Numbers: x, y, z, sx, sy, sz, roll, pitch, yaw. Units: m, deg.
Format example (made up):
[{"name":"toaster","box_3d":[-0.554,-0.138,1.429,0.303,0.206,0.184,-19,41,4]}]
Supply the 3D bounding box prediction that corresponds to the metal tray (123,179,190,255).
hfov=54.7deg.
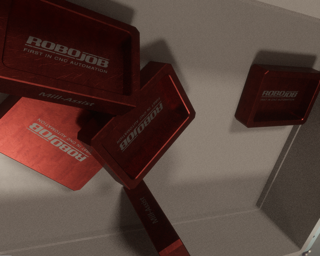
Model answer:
[{"name":"metal tray","box_3d":[0.000,0.138,0.427,0.030,0.130,0.090,-31,129,-8]}]

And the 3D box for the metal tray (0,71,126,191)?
[{"name":"metal tray","box_3d":[-0.113,0.008,0.349,0.090,0.030,0.130,-45,130,3]}]

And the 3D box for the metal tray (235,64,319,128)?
[{"name":"metal tray","box_3d":[0.187,-0.049,0.479,0.131,0.030,0.089,-3,120,-28]}]

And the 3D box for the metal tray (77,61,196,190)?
[{"name":"metal tray","box_3d":[-0.021,-0.004,0.364,0.130,0.030,0.090,-48,131,-20]}]

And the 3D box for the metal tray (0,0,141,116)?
[{"name":"metal tray","box_3d":[-0.082,-0.067,0.284,0.131,0.090,0.030,11,158,-33]}]
